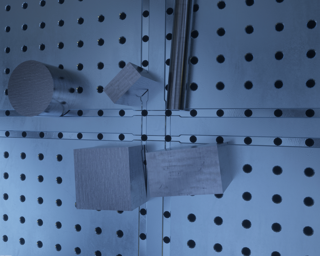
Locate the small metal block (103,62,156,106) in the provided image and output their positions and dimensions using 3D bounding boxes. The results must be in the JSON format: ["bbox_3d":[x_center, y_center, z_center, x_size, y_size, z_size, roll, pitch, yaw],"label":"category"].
[{"bbox_3d":[-0.040,-0.057,0.412,0.050,0.050,0.025,-44,77,14],"label":"small metal block"}]

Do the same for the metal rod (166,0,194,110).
[{"bbox_3d":[0.032,-0.172,0.400,0.025,0.025,0.298,5,92,19],"label":"metal rod"}]

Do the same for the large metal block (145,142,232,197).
[{"bbox_3d":[0.038,0.047,0.370,0.080,0.080,0.050,-7,88,19],"label":"large metal block"}]

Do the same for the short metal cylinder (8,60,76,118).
[{"bbox_3d":[-0.175,-0.056,0.459,0.080,0.050,0.079,0,90,19],"label":"short metal cylinder"}]

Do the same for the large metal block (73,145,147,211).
[{"bbox_3d":[-0.067,0.066,0.422,0.080,0.050,0.079,-4,89,19],"label":"large metal block"}]
